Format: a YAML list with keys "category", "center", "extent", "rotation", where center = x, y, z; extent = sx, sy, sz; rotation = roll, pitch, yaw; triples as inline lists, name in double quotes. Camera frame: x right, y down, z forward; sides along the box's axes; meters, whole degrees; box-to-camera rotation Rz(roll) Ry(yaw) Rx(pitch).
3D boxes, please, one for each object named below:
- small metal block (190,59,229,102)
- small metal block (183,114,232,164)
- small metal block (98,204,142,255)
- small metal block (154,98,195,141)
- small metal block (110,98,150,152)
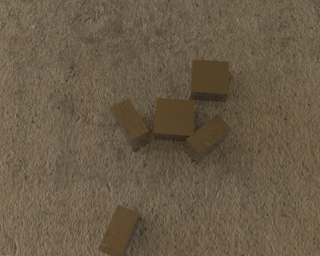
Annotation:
- category: "small metal block"
  center: [0.069, -0.066, 0.433]
  extent: [0.050, 0.025, 0.050]
  rotation: [4, 70, 1]
- category: "small metal block"
  center: [0.058, 0.015, 0.389]
  extent: [0.050, 0.050, 0.025]
  rotation: [-38, 75, -13]
- category: "small metal block"
  center: [-0.044, 0.118, 0.351]
  extent: [0.025, 0.050, 0.050]
  rotation: [21, 71, 7]
- category: "small metal block"
  center: [0.019, -0.011, 0.412]
  extent: [0.050, 0.025, 0.050]
  rotation: [4, 70, 1]
- category: "small metal block"
  center: [-0.037, -0.002, 0.395]
  extent: [0.025, 0.050, 0.050]
  rotation: [-29, 73, -10]
